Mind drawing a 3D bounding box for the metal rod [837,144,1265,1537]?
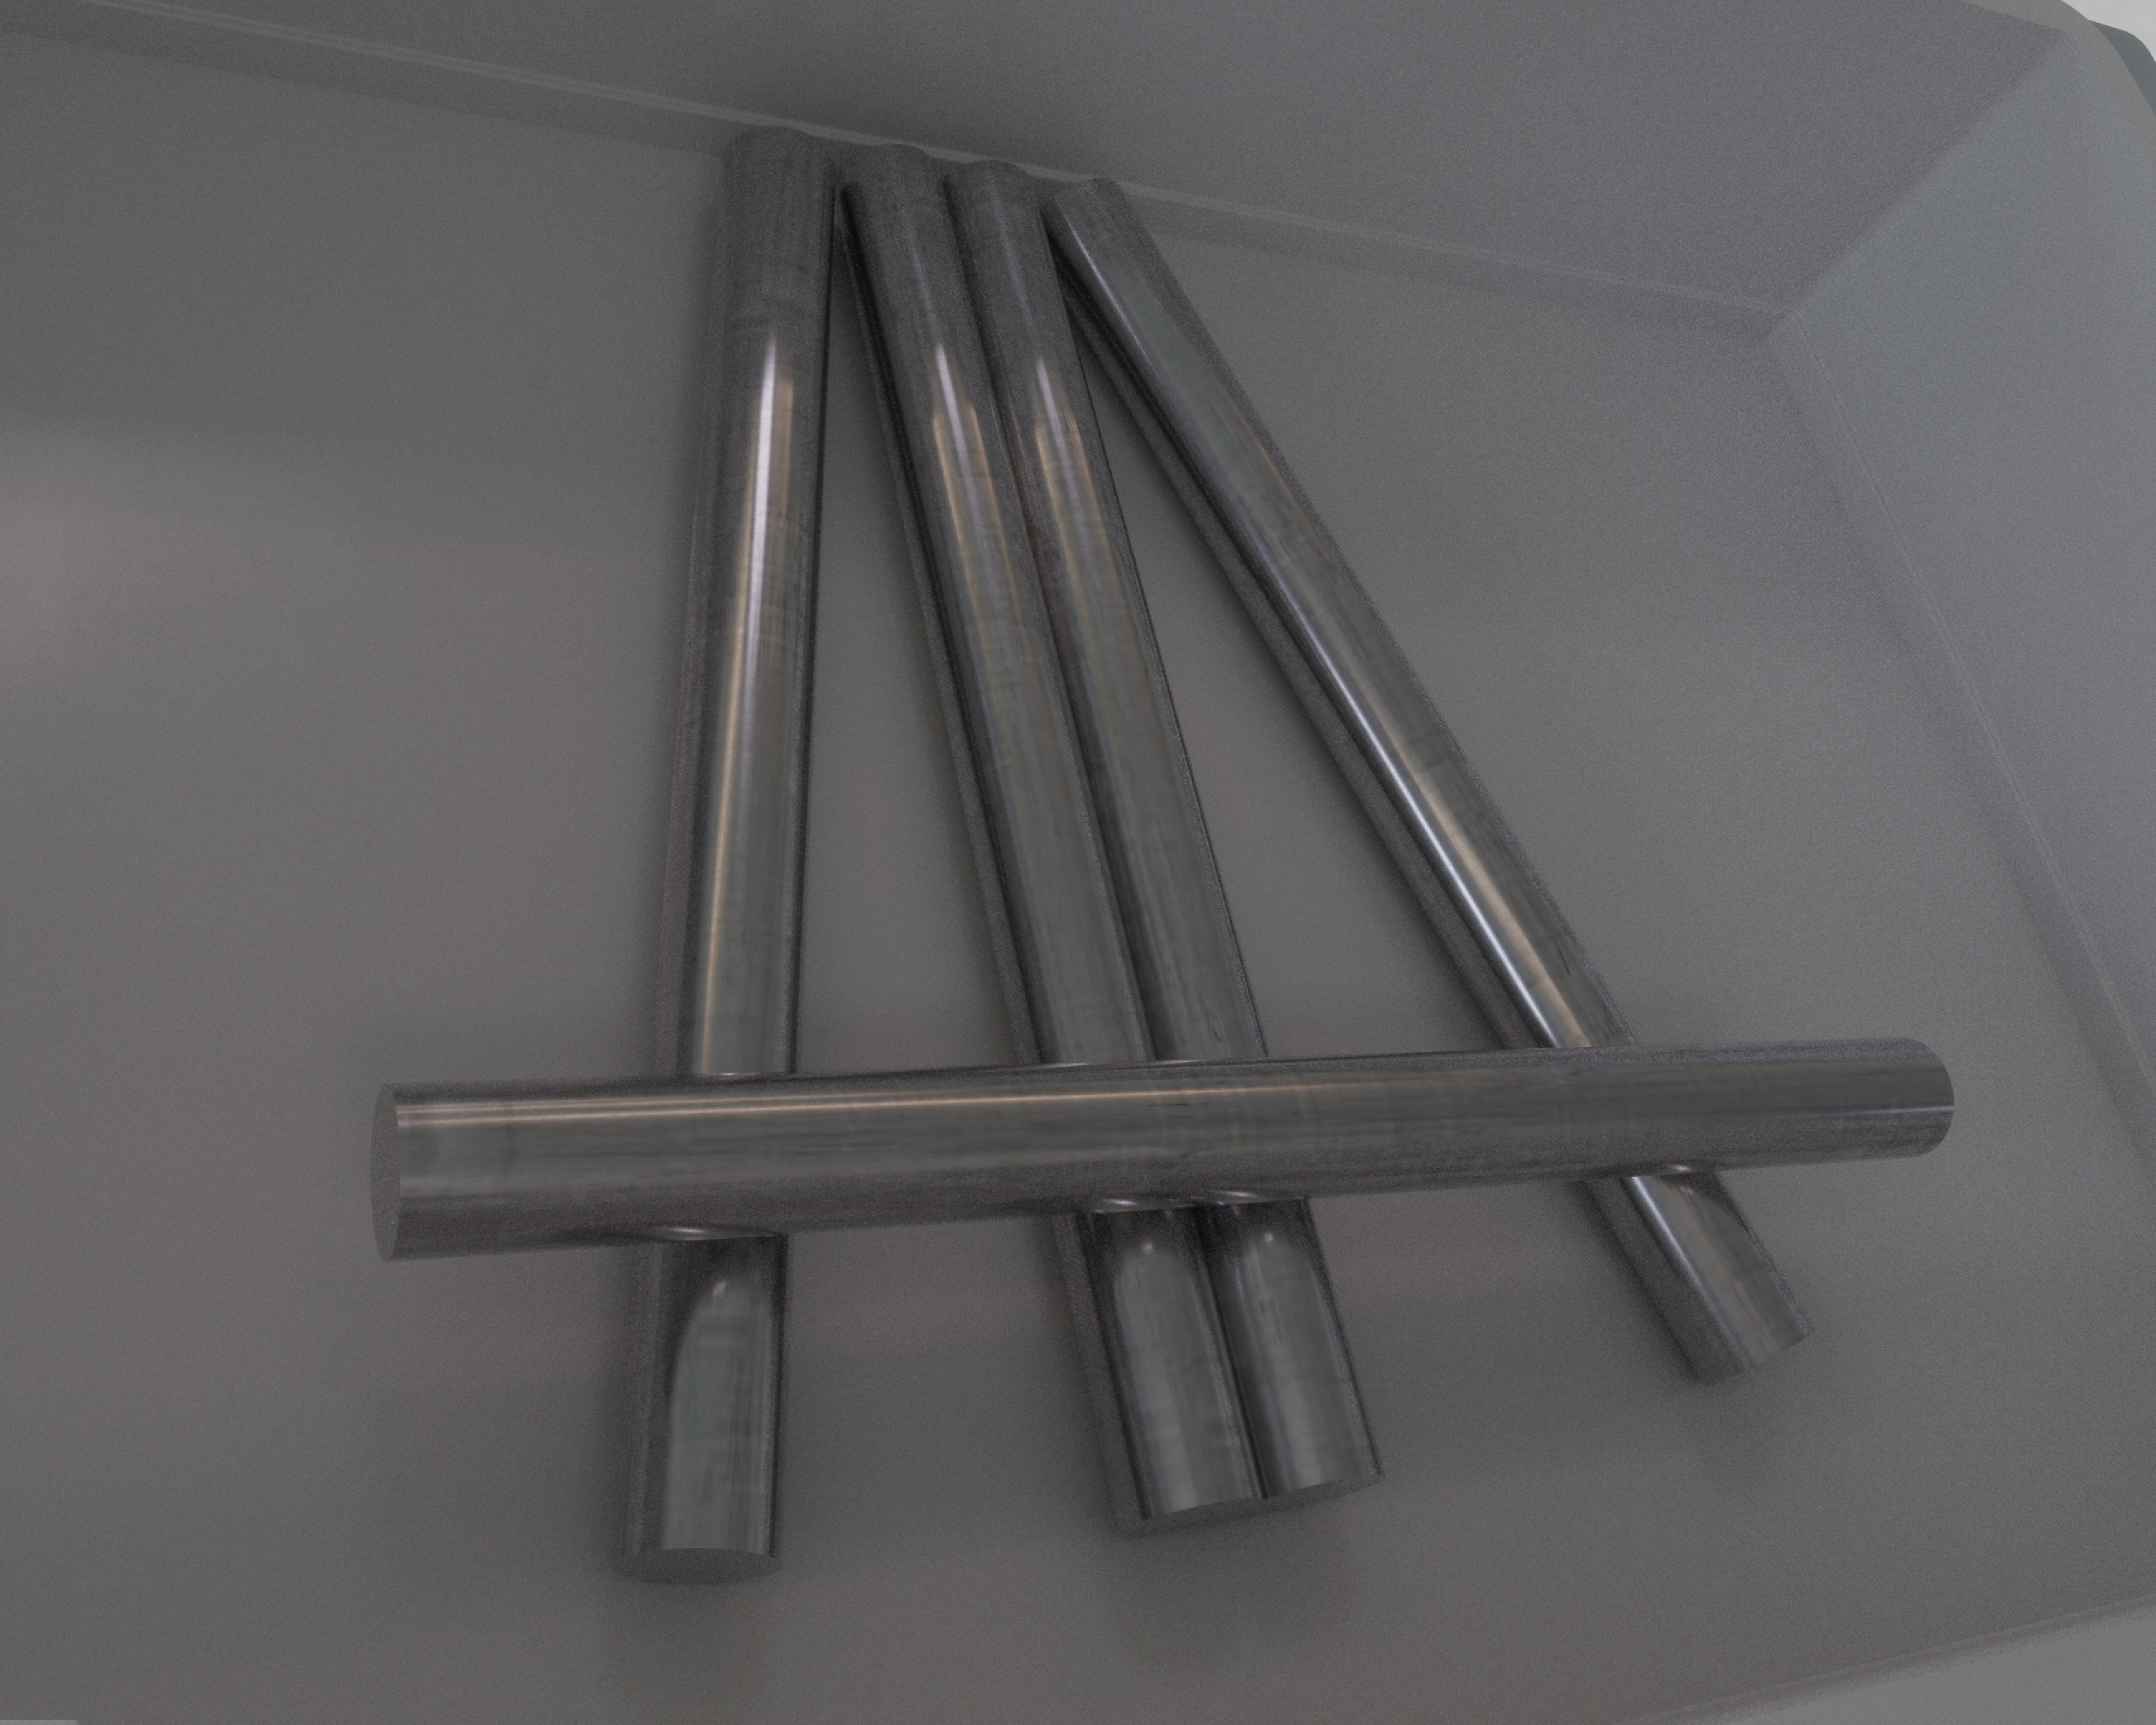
[{"bbox_3d":[-0.012,-0.022,0.411,0.025,0.025,0.299,1,61,-28],"label":"metal rod"}]

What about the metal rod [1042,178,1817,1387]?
[{"bbox_3d":[0.068,-0.028,0.457,0.025,0.025,0.299,-17,71,-35],"label":"metal rod"}]

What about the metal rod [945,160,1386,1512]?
[{"bbox_3d":[0.009,-0.023,0.423,0.025,0.025,0.299,1,61,-28],"label":"metal rod"}]

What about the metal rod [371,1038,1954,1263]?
[{"bbox_3d":[0.037,0.046,0.362,0.303,0.025,0.025,1,61,-28],"label":"metal rod"}]

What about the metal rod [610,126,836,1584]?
[{"bbox_3d":[-0.061,-0.024,0.386,0.025,0.025,0.299,12,57,-22],"label":"metal rod"}]
